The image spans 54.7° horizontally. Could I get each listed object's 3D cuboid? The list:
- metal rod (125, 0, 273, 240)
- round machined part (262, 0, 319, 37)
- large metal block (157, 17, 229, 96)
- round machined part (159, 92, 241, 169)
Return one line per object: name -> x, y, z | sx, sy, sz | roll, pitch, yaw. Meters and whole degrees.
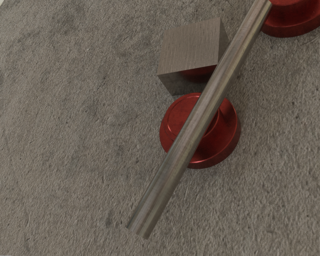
metal rod -> 0.051, -0.023, 0.337 | 0.025, 0.025, 0.300 | 20, 72, 35
round machined part -> 0.172, -0.170, 0.407 | 0.098, 0.042, 0.098 | -13, 56, 21
large metal block -> 0.048, -0.095, 0.421 | 0.080, 0.050, 0.080 | -6, 59, 25
round machined part -> 0.043, -0.004, 0.373 | 0.098, 0.042, 0.098 | -13, 56, 21
